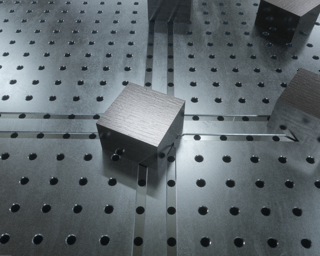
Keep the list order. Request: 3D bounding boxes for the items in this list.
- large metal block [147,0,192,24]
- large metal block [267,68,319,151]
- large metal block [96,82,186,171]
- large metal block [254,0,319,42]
[{"bbox_3d":[0.023,-0.250,0.602,0.080,0.050,0.080,6,50,5],"label":"large metal block"},{"bbox_3d":[0.203,-0.025,0.414,0.080,0.050,0.080,30,56,23],"label":"large metal block"},{"bbox_3d":[-0.022,-0.004,0.395,0.080,0.050,0.080,20,53,16],"label":"large metal block"},{"bbox_3d":[0.237,-0.213,0.572,0.080,0.050,0.080,-35,58,-26],"label":"large metal block"}]
